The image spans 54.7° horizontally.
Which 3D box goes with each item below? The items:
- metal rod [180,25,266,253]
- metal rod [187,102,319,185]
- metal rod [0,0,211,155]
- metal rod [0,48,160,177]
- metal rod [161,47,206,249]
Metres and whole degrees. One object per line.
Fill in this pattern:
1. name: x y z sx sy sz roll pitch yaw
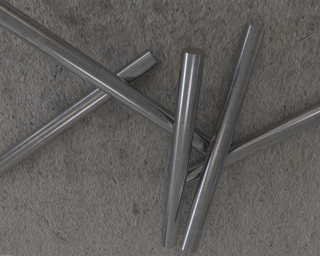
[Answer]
1. metal rod: 0.076 0.023 0.396 0.025 0.025 0.298 14 101 -5
2. metal rod: 0.165 0.002 0.411 0.301 0.025 0.025 -27 108 9
3. metal rod: -0.053 -0.049 0.362 0.301 0.025 0.025 32 107 -23
4. metal rod: -0.131 -0.006 0.406 0.300 0.025 0.025 -33 107 11
5. metal rod: 0.025 0.047 0.398 0.025 0.025 0.298 4 121 -2
